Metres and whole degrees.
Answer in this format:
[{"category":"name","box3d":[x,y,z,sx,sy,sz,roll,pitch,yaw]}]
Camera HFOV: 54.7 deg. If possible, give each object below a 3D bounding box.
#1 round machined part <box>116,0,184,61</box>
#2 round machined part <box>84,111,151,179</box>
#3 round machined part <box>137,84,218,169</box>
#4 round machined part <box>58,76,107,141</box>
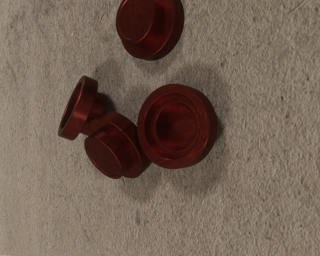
[{"category":"round machined part","box3d":[-0.020,-0.141,0.408,0.098,0.042,0.097,0,90,39]},{"category":"round machined part","box3d":[-0.062,0.029,0.414,0.098,0.042,0.097,26,138,27]},{"category":"round machined part","box3d":[0.024,-0.001,0.369,0.098,0.042,0.097,-2,87,35]},{"category":"round machined part","box3d":[-0.114,-0.026,0.466,0.097,0.042,0.098,-46,31,39]}]
